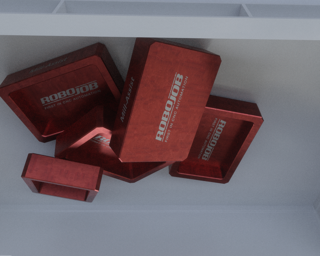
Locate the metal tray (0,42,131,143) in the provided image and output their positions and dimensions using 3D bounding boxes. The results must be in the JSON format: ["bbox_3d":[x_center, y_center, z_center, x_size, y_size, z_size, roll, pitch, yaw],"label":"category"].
[{"bbox_3d":[-0.108,-0.037,0.370,0.130,0.030,0.090,-16,129,12],"label":"metal tray"}]

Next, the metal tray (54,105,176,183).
[{"bbox_3d":[-0.054,0.027,0.398,0.090,0.030,0.131,-31,139,31],"label":"metal tray"}]

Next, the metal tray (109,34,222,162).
[{"bbox_3d":[0.005,-0.026,0.336,0.091,0.030,0.129,3,114,-33],"label":"metal tray"}]

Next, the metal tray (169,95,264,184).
[{"bbox_3d":[0.070,0.019,0.421,0.091,0.030,0.129,10,130,-9],"label":"metal tray"}]

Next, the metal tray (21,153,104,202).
[{"bbox_3d":[-0.131,0.073,0.426,0.091,0.030,0.129,13,157,-12],"label":"metal tray"}]
